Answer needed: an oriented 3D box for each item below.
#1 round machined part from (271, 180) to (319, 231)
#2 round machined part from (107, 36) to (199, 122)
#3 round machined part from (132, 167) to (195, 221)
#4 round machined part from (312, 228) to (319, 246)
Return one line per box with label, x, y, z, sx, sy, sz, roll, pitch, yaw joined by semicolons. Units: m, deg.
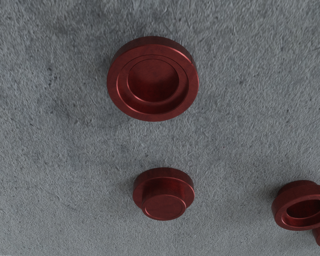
round machined part;0.230;0.122;0.502;0.099;0.042;0.097;0;130;0
round machined part;-0.007;-0.057;0.347;0.099;0.042;0.097;0;130;0
round machined part;0.006;0.110;0.490;0.099;0.042;0.097;0;130;0
round machined part;0.339;0.200;0.569;0.099;0.042;0.097;0;130;0
